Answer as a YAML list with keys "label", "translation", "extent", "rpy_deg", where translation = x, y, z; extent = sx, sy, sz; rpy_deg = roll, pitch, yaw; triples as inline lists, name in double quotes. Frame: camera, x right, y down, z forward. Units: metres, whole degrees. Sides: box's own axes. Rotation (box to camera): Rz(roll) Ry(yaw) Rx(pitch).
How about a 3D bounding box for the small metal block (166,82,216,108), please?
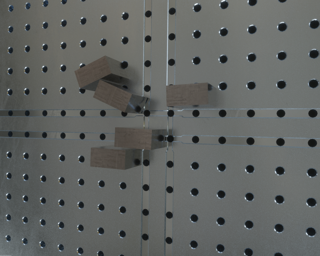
- label: "small metal block"
  translation: [0.040, -0.039, 0.386]
  extent: [0.050, 0.050, 0.025]
  rpy_deg: [-2, 90, 20]

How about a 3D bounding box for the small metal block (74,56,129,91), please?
- label: "small metal block"
  translation: [-0.080, -0.073, 0.428]
  extent: [0.050, 0.050, 0.025]
  rpy_deg: [-21, 83, 19]

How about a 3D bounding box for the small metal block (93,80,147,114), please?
- label: "small metal block"
  translation: [-0.053, -0.041, 0.418]
  extent: [0.050, 0.050, 0.025]
  rpy_deg: [26, 99, 18]

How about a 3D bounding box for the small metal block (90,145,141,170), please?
- label: "small metal block"
  translation: [-0.059, 0.039, 0.421]
  extent: [0.050, 0.050, 0.025]
  rpy_deg: [3, 91, 20]

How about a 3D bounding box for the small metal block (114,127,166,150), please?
- label: "small metal block"
  translation: [-0.025, 0.013, 0.409]
  extent: [0.050, 0.050, 0.025]
  rpy_deg: [4, 91, 20]
